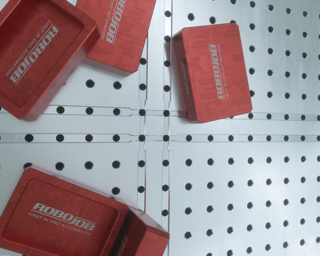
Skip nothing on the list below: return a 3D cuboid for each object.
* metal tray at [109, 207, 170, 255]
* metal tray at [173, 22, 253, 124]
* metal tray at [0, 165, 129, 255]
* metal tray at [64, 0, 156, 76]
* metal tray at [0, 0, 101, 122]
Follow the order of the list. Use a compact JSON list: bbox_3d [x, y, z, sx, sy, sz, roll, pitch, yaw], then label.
[{"bbox_3d":[-0.042,0.168,0.363,0.030,0.090,0.130,28,81,-18],"label":"metal tray"},{"bbox_3d":[0.076,-0.077,0.439,0.091,0.030,0.129,-12,94,-20],"label":"metal tray"},{"bbox_3d":[-0.114,0.110,0.368,0.131,0.030,0.090,27,81,-19],"label":"metal tray"},{"bbox_3d":[-0.059,-0.140,0.389,0.091,0.030,0.129,16,85,-20],"label":"metal tray"},{"bbox_3d":[-0.139,-0.083,0.336,0.090,0.030,0.130,36,85,1],"label":"metal tray"}]
